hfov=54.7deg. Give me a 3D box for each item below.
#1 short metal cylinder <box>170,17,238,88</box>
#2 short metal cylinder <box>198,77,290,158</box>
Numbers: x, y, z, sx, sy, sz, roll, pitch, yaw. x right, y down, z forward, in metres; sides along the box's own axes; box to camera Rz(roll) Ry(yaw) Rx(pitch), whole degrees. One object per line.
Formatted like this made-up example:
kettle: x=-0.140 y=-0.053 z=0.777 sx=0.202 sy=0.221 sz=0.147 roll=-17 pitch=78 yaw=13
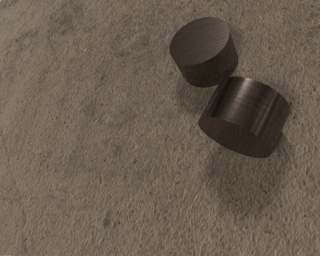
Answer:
short metal cylinder: x=0.060 y=-0.102 z=0.418 sx=0.080 sy=0.050 sz=0.080 roll=-13 pitch=56 yaw=20
short metal cylinder: x=0.088 y=-0.010 z=0.328 sx=0.080 sy=0.080 sz=0.050 roll=19 pitch=72 yaw=35
